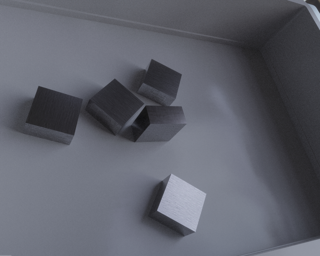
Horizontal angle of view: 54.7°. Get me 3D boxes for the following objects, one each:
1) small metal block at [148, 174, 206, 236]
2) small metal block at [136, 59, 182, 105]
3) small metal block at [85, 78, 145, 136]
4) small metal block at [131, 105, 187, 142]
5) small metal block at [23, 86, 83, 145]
[{"bbox_3d":[0.021,0.090,0.364,0.050,0.025,0.050,31,51,-8],"label":"small metal block"},{"bbox_3d":[0.000,-0.064,0.446,0.050,0.025,0.050,25,53,-13],"label":"small metal block"},{"bbox_3d":[-0.057,-0.027,0.393,0.050,0.025,0.050,41,51,-1],"label":"small metal block"},{"bbox_3d":[-0.002,-0.004,0.393,0.050,0.050,0.025,-1,62,-29],"label":"small metal block"},{"bbox_3d":[-0.120,-0.014,0.350,0.050,0.025,0.050,17,55,-19],"label":"small metal block"}]
